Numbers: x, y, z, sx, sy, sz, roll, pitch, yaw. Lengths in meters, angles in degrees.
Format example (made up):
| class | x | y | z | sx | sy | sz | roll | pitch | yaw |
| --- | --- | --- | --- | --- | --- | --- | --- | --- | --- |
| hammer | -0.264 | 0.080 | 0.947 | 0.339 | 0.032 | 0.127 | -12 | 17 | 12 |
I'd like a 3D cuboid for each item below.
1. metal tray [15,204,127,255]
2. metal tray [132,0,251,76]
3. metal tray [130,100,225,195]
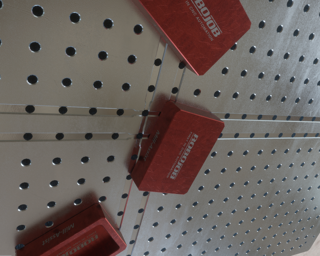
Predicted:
| class | x | y | z | sx | sy | sz | roll | pitch | yaw |
| --- | --- | --- | --- | --- | --- | --- | --- | --- | --- |
| metal tray | -0.125 | 0.177 | 0.450 | 0.131 | 0.030 | 0.090 | -30 | 129 | -10 |
| metal tray | 0.038 | -0.133 | 0.348 | 0.090 | 0.030 | 0.130 | -45 | 130 | 3 |
| metal tray | 0.025 | 0.033 | 0.444 | 0.091 | 0.030 | 0.129 | 14 | 111 | -34 |
